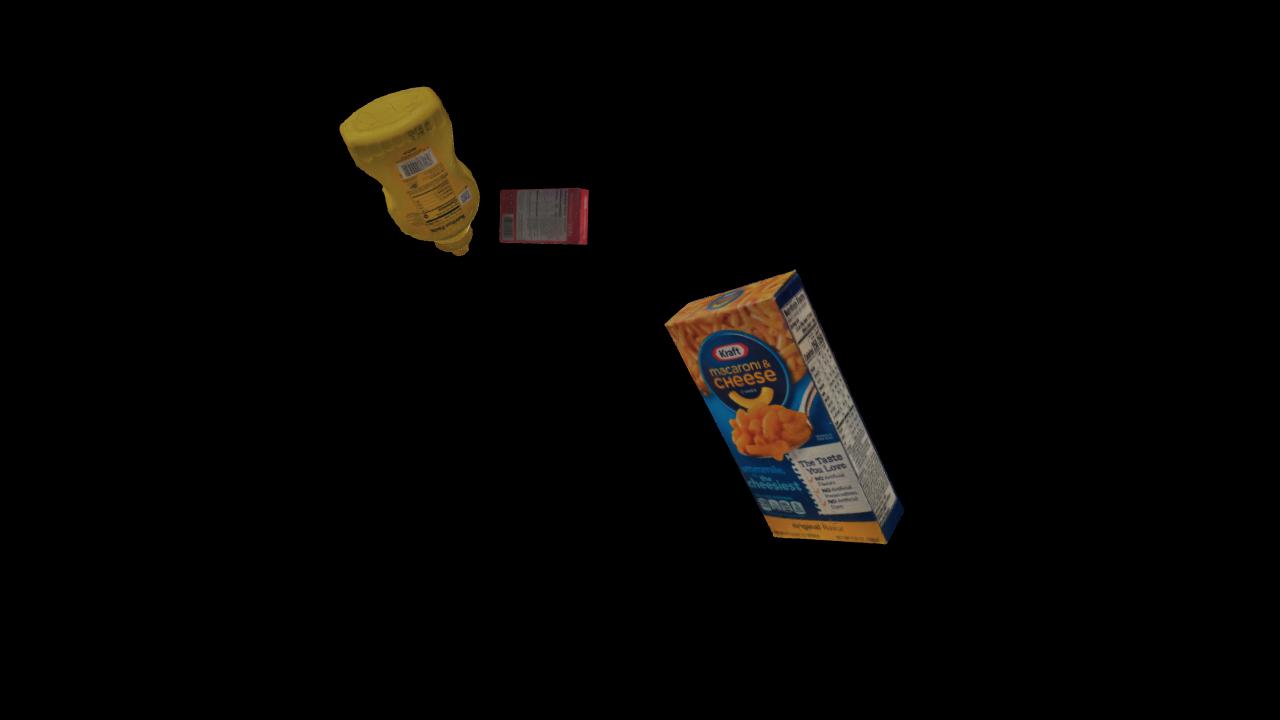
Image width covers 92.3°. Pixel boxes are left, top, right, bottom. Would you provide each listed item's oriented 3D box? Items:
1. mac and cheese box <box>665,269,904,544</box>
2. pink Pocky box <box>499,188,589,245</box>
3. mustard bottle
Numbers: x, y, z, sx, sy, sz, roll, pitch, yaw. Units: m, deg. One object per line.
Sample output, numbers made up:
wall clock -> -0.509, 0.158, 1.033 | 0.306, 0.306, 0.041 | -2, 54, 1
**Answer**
mac and cheese box -> 0.097, 0.039, 0.413 | 0.093, 0.184, 0.041 | -12, 22, 48
pink Pocky box -> -0.151, -0.223, 0.960 | 0.155, 0.084, 0.029 | 7, 9, 27
mustard bottle -> -0.205, -0.165, 0.599 | 0.092, 0.054, 0.184 | -35, -27, -14
